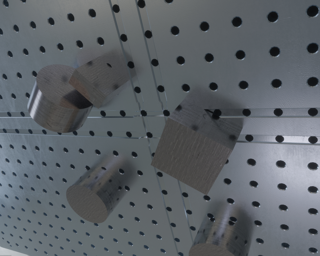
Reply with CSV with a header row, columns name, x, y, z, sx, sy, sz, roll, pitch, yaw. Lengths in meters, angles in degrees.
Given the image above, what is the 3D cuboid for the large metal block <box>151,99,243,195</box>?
name,x,y,z,sx,sy,sz,roll,pitch,yaw
large metal block,0.044,0.024,0.387,0.080,0.050,0.079,28,128,10

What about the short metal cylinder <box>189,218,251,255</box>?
name,x,y,z,sx,sy,sz,roll,pitch,yaw
short metal cylinder,0.089,0.182,0.460,0.080,0.050,0.079,13,124,21

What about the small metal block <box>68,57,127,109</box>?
name,x,y,z,sx,sy,sz,roll,pitch,yaw
small metal block,-0.079,-0.059,0.400,0.050,0.050,0.025,42,129,-1

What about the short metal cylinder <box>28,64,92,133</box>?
name,x,y,z,sx,sy,sz,roll,pitch,yaw
short metal cylinder,-0.131,-0.040,0.420,0.080,0.080,0.050,39,129,1

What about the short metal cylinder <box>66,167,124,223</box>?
name,x,y,z,sx,sy,sz,roll,pitch,yaw
short metal cylinder,-0.109,0.113,0.522,0.080,0.050,0.079,13,124,21
